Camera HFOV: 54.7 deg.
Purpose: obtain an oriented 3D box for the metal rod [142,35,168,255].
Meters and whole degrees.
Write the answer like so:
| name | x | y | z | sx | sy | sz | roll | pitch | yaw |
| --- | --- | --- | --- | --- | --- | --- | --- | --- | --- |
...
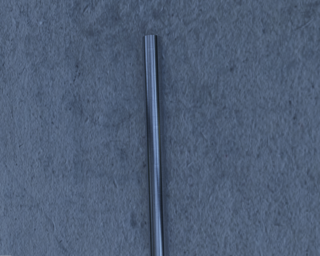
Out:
| name | x | y | z | sx | sy | sz | roll | pitch | yaw |
| --- | --- | --- | --- | --- | --- | --- | --- | --- | --- |
| metal rod | -0.006 | 0.029 | 0.410 | 0.025 | 0.025 | 0.298 | -2 | 89 | 19 |
